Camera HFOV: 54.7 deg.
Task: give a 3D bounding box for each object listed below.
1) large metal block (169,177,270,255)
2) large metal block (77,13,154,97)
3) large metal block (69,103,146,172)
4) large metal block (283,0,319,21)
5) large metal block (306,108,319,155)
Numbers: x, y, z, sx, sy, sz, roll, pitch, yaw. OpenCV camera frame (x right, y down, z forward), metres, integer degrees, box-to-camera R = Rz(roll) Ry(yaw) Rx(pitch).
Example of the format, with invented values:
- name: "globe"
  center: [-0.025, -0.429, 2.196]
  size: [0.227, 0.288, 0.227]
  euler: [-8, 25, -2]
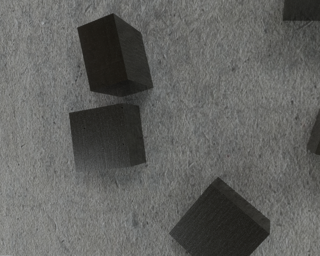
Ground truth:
- name: "large metal block"
  center: [0.072, 0.118, 0.370]
  size: [0.080, 0.050, 0.080]
  euler: [40, 103, 15]
- name: "large metal block"
  center: [-0.054, -0.088, 0.399]
  size: [0.050, 0.080, 0.080]
  euler: [-14, 85, 19]
- name: "large metal block"
  center: [-0.070, 0.014, 0.420]
  size: [0.080, 0.050, 0.080]
  euler: [-8, 87, 19]
- name: "large metal block"
  center: [0.173, -0.148, 0.318]
  size: [0.080, 0.080, 0.050]
  euler: [8, 93, 20]
- name: "large metal block"
  center: [0.200, 0.012, 0.309]
  size: [0.080, 0.080, 0.050]
  euler: [18, 96, 19]
